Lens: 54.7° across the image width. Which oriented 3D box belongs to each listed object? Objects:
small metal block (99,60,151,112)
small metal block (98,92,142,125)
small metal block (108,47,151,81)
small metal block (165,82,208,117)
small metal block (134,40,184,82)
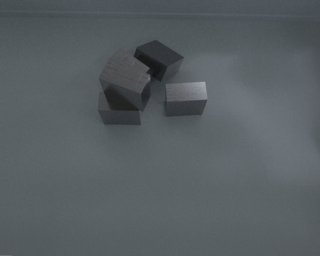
[{"bbox_3d":[-0.039,-0.048,0.360,0.050,0.050,0.025,21,71,7],"label":"small metal block"},{"bbox_3d":[-0.051,-0.025,0.405,0.050,0.050,0.025,1,70,0],"label":"small metal block"},{"bbox_3d":[-0.040,-0.074,0.423,0.050,0.050,0.025,37,75,12],"label":"small metal block"},{"bbox_3d":[0.033,-0.037,0.410,0.050,0.050,0.025,-4,70,-2],"label":"small metal block"},{"bbox_3d":[-0.002,-0.095,0.431,0.050,0.025,0.050,35,38,11],"label":"small metal block"}]
